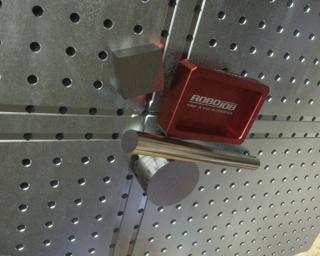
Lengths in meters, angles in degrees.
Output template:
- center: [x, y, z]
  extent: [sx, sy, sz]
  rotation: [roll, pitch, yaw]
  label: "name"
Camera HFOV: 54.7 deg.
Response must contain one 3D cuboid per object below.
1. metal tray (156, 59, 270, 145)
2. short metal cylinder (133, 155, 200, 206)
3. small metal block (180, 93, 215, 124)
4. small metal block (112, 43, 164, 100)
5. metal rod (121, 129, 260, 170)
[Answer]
- center: [0.070, -0.028, 0.398]
  extent: [0.131, 0.030, 0.089]
  rotation: [8, 115, -32]
  label: "metal tray"
- center: [0.009, 0.064, 0.441]
  extent: [0.081, 0.050, 0.079]
  rotation: [-14, 125, -21]
  label: "short metal cylinder"
- center: [0.051, -0.028, 0.424]
  extent: [0.050, 0.025, 0.050]
  rotation: [5, 116, -31]
  label: "small metal block"
- center: [-0.024, -0.066, 0.358]
  extent: [0.050, 0.025, 0.050]
  rotation: [-17, 125, -19]
  label: "small metal block"
- center: [0.066, 0.038, 0.431]
  extent: [0.302, 0.025, 0.025]
  rotation: [14, 112, -48]
  label: "metal rod"
